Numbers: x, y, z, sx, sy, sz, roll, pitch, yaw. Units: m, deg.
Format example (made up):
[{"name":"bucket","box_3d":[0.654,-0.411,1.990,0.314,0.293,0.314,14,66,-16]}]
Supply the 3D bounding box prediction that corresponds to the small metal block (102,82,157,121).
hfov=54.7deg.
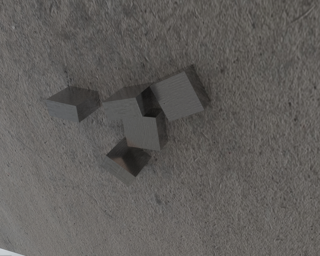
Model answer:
[{"name":"small metal block","box_3d":[-0.035,-0.034,0.388,0.050,0.050,0.025,-5,116,30]}]

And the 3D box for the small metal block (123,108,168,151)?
[{"name":"small metal block","box_3d":[-0.020,0.000,0.418,0.050,0.025,0.050,6,121,25]}]

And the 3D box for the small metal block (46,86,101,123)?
[{"name":"small metal block","box_3d":[-0.120,-0.034,0.433,0.050,0.050,0.025,13,124,21]}]

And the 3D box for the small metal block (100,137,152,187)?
[{"name":"small metal block","box_3d":[-0.048,0.048,0.446,0.050,0.050,0.025,36,129,4]}]

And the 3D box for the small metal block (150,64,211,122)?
[{"name":"small metal block","box_3d":[0.024,-0.041,0.369,0.050,0.025,0.050,-18,109,35]}]
